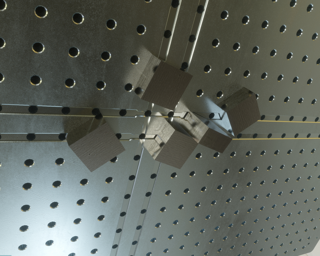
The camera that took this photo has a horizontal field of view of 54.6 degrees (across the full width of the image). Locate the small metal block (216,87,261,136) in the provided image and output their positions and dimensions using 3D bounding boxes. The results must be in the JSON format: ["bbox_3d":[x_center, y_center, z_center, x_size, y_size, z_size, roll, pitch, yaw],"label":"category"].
[{"bbox_3d":[0.118,-0.024,0.460,0.050,0.025,0.050,-33,129,-6],"label":"small metal block"}]

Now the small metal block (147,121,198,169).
[{"bbox_3d":[0.019,0.025,0.436,0.050,0.025,0.050,25,105,-37],"label":"small metal block"}]

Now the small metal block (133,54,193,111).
[{"bbox_3d":[0.004,-0.055,0.379,0.050,0.025,0.050,18,109,-35],"label":"small metal block"}]

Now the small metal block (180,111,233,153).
[{"bbox_3d":[0.064,0.006,0.433,0.050,0.050,0.025,23,106,-36],"label":"small metal block"}]

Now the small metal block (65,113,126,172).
[{"bbox_3d":[-0.078,0.018,0.379,0.050,0.025,0.050,-33,129,-7],"label":"small metal block"}]
